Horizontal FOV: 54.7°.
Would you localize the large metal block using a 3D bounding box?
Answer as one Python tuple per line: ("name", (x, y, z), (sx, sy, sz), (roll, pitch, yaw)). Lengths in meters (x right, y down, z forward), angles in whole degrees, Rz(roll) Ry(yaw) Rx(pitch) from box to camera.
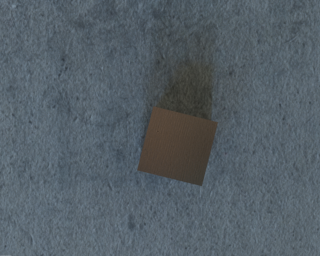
("large metal block", (0.021, 0.022, 0.398), (0.080, 0.050, 0.080), (14, 90, -1))
